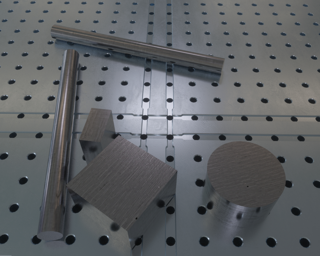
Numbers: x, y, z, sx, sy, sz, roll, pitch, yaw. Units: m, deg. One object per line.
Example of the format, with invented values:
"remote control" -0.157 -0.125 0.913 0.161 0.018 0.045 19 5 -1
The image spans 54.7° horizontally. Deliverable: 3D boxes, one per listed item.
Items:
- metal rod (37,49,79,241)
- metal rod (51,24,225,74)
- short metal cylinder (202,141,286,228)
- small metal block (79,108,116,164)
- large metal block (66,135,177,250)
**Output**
"metal rod" -0.128 -0.004 0.410 0.025 0.025 0.300 -5 50 -4
"metal rod" -0.043 -0.134 0.519 0.301 0.025 0.025 14 52 11
"short metal cylinder" 0.089 0.061 0.341 0.081 0.050 0.080 0 50 0
"small metal block" -0.075 0.011 0.381 0.025 0.050 0.050 6 50 5
"large metal block" -0.038 0.067 0.335 0.080 0.050 0.080 29 56 22
